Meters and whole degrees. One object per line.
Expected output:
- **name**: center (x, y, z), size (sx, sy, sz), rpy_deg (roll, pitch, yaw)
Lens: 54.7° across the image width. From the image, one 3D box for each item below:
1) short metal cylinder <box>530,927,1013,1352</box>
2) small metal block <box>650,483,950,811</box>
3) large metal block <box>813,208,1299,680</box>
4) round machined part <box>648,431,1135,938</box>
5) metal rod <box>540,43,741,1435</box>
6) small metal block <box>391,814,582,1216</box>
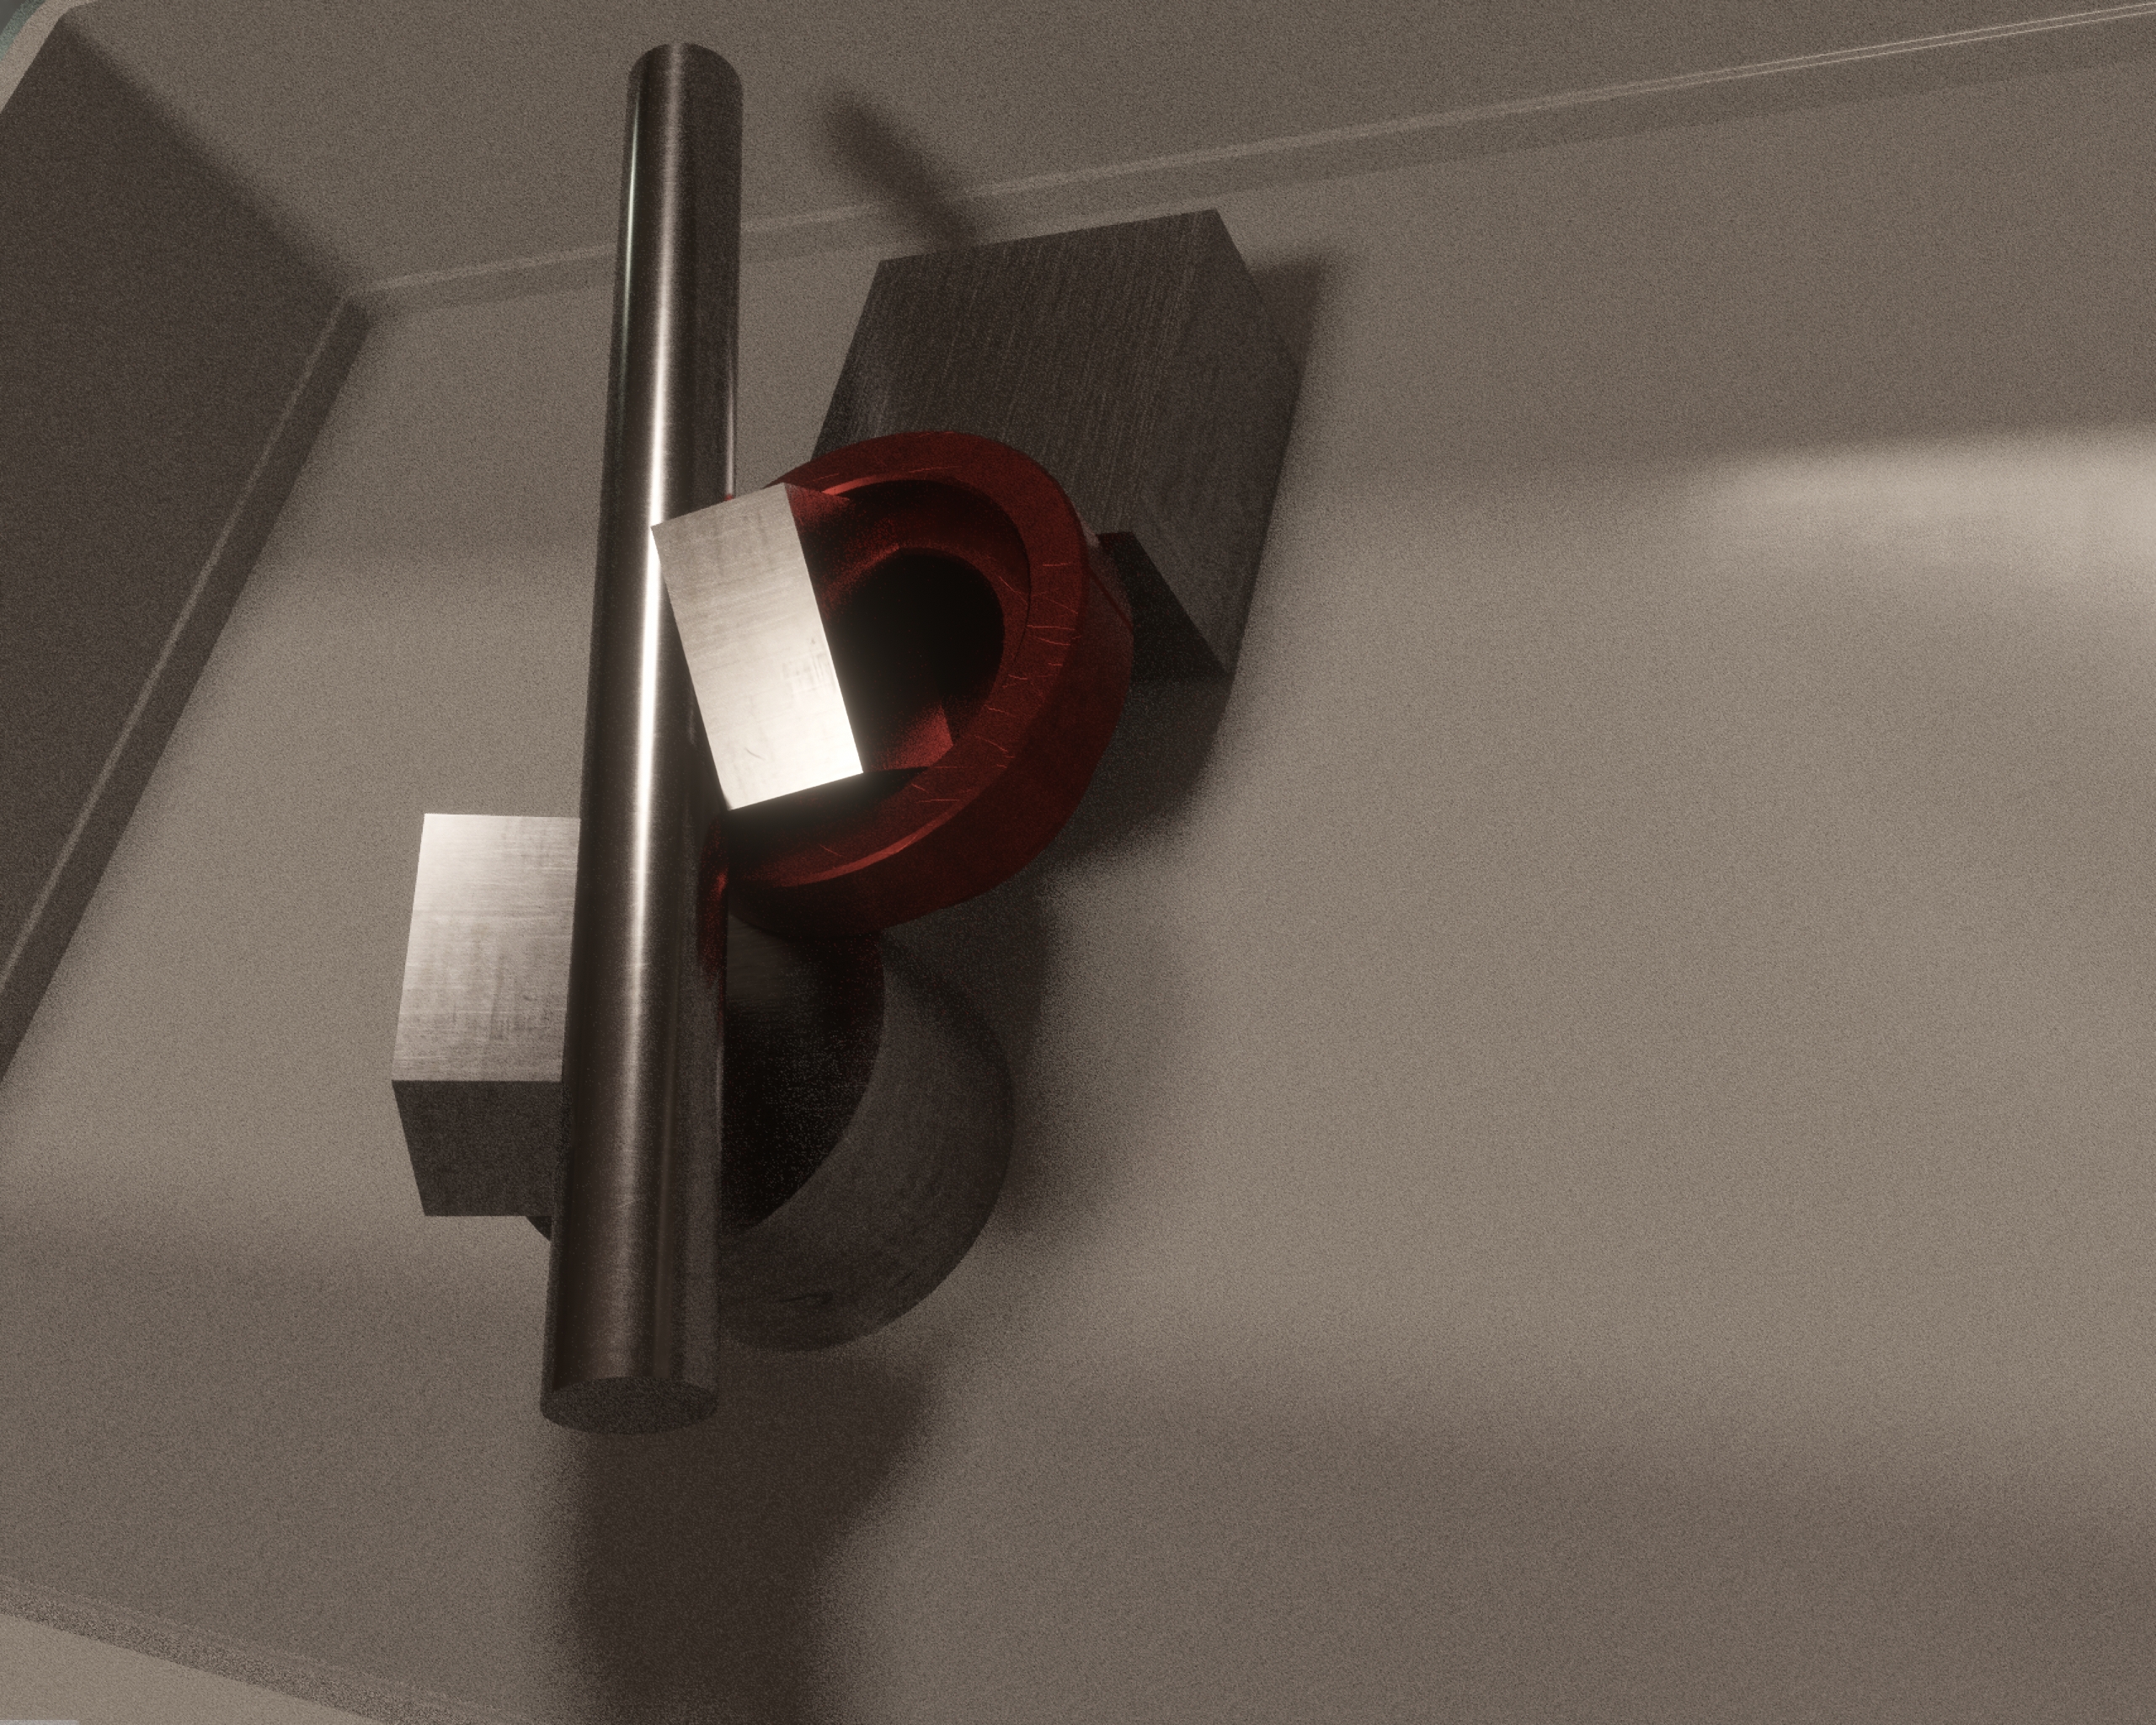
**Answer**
- **short metal cylinder**: center (-0.059, 0.045, 0.390), size (0.080, 0.050, 0.080), rpy_deg (-13, 56, 20)
- **small metal block**: center (-0.047, -0.038, 0.373), size (0.025, 0.050, 0.050), rpy_deg (-15, 90, 16)
- **large metal block**: center (-0.006, -0.085, 0.440), size (0.080, 0.050, 0.080), rpy_deg (0, 62, 28)
- **round machined part**: center (-0.034, -0.029, 0.390), size (0.098, 0.042, 0.098), rpy_deg (-13, 56, 20)
- **metal rod**: center (-0.076, -0.047, 0.381), size (0.025, 0.025, 0.299), rpy_deg (-17, 55, 18)
- **small metal block**: center (-0.098, 0.027, 0.354), size (0.025, 0.050, 0.050), rpy_deg (2, 56, -10)
